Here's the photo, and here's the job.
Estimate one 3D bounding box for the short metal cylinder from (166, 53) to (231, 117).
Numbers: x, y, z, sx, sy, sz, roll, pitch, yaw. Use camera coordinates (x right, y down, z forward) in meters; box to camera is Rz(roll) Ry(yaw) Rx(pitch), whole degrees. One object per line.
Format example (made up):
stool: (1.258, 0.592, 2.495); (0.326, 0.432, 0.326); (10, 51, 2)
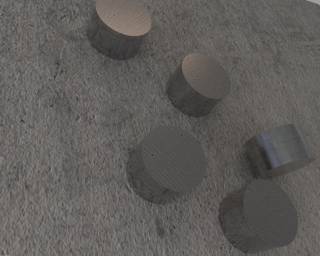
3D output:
short metal cylinder: (0.056, -0.063, 0.456); (0.081, 0.050, 0.080); (14, 56, -21)

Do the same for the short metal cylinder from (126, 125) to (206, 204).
short metal cylinder: (0.007, 0.044, 0.365); (0.081, 0.050, 0.080); (14, 56, -21)

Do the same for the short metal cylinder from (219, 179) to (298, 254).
short metal cylinder: (0.121, 0.110, 0.386); (0.081, 0.050, 0.080); (14, 56, -21)

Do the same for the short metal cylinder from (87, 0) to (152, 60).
short metal cylinder: (-0.059, -0.145, 0.444); (0.081, 0.050, 0.080); (14, 56, -21)

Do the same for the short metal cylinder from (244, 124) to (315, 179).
short metal cylinder: (0.167, 0.035, 0.437); (0.081, 0.080, 0.050); (-2, 63, -29)
